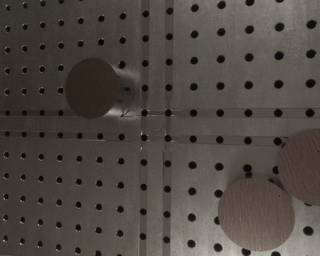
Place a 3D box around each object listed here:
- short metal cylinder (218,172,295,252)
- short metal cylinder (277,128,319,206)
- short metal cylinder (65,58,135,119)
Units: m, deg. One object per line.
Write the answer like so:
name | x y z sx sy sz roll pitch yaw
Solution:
short metal cylinder | 0.112 0.094 0.360 0.080 0.050 0.079 0 90 19
short metal cylinder | 0.172 0.040 0.339 0.080 0.050 0.079 0 90 19
short metal cylinder | -0.081 -0.052 0.427 0.080 0.050 0.079 0 90 19
